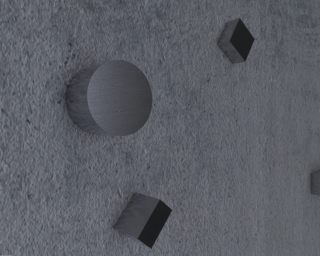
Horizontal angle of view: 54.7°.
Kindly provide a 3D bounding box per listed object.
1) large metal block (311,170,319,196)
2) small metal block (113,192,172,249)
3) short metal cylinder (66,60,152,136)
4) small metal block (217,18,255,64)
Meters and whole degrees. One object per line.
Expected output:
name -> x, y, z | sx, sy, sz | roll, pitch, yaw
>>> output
large metal block -> 0.408, 0.127, 0.717 | 0.081, 0.080, 0.050 | -5, 94, -40
small metal block -> -0.021, 0.109, 0.373 | 0.025, 0.050, 0.050 | 48, 62, -30
short metal cylinder -> -0.056, -0.032, 0.343 | 0.081, 0.050, 0.079 | 0, 90, -40
small metal block -> 0.127, -0.143, 0.513 | 0.050, 0.025, 0.050 | 40, 66, -33
